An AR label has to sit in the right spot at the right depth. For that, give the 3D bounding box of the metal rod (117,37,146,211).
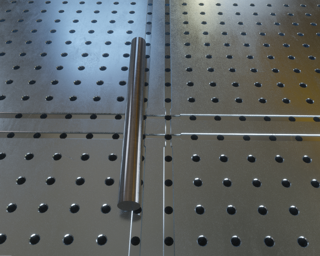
[{"bbox_3d":[-0.035,-0.030,0.432,0.025,0.025,0.300,0,50,-1],"label":"metal rod"}]
